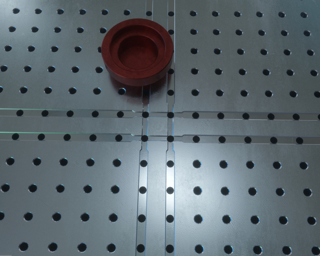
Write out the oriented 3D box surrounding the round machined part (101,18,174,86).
[{"bbox_3d":[-0.031,-0.102,0.440,0.099,0.042,0.098,0,70,0],"label":"round machined part"}]
